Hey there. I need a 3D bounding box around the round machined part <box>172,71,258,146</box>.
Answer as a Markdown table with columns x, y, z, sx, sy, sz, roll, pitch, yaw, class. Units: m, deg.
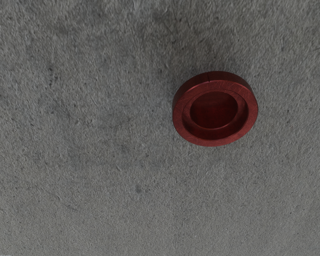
| x | y | z | sx | sy | sz | roll | pitch | yaw | class |
| --- | --- | --- | --- | --- | --- | --- | --- | --- | --- |
| 0.064 | -0.027 | 0.374 | 0.099 | 0.042 | 0.097 | 0 | 130 | 0 | round machined part |
